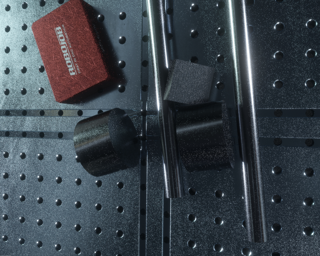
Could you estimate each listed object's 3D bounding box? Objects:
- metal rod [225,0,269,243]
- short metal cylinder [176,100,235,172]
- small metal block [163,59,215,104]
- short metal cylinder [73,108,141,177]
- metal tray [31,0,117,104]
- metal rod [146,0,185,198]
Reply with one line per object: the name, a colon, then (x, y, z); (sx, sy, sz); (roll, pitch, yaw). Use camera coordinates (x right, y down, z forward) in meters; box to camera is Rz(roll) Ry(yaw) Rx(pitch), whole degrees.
metal rod: (0.105, -0.016, 0.375); (0.025, 0.025, 0.298); (-5, 88, 19)
short metal cylinder: (0.056, 0.010, 0.363); (0.050, 0.080, 0.080); (-9, 87, 19)
small metal block: (0.036, -0.055, 0.387); (0.050, 0.025, 0.050); (10, 94, -14)
short metal cylinder: (-0.067, 0.019, 0.406); (0.050, 0.080, 0.080); (-18, 84, 19)
metal tray: (-0.126, -0.111, 0.453); (0.090, 0.030, 0.129); (-23, 83, 18)
metal rod: (0.005, -0.059, 0.410); (0.025, 0.025, 0.298); (-7, 88, 19)
